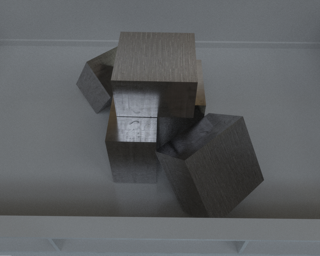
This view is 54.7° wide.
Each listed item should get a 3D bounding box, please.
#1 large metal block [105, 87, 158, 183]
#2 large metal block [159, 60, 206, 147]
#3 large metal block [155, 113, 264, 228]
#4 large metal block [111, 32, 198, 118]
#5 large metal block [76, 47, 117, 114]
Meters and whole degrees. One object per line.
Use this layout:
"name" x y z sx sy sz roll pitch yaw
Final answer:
"large metal block" -0.028 0.009 0.360 0.050 0.080 0.080 1 50 0
"large metal block" 0.025 -0.030 0.391 0.050 0.080 0.080 1 50 0
"large metal block" 0.054 0.040 0.324 0.080 0.080 0.050 -34 23 -25
"large metal block" -0.004 -0.058 0.331 0.080 0.050 0.080 1 50 1
"large metal block" -0.058 -0.069 0.415 0.080 0.080 0.050 -35 94 -26
